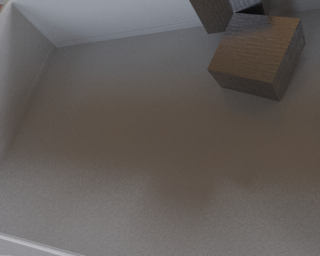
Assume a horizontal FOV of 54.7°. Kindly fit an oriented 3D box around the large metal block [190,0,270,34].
[{"bbox_3d":[0.088,-0.167,0.386,0.080,0.080,0.050,1,71,28],"label":"large metal block"}]

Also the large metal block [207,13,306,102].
[{"bbox_3d":[0.117,-0.086,0.373,0.080,0.050,0.080,21,82,36],"label":"large metal block"}]
